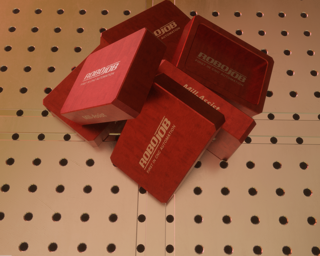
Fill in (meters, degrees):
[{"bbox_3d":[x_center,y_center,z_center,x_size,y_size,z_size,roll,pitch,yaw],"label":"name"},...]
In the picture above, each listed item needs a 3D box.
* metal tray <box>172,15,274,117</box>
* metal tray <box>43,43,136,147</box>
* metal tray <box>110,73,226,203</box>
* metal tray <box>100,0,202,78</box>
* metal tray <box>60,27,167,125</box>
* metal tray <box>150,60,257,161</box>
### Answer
[{"bbox_3d":[0.084,-0.079,0.413,0.131,0.030,0.090,24,71,-15],"label":"metal tray"},{"bbox_3d":[-0.081,-0.050,0.427,0.090,0.030,0.130,37,74,11],"label":"metal tray"},{"bbox_3d":[0.003,0.015,0.355,0.090,0.129,0.030,37,35,12],"label":"metal tray"},{"bbox_3d":[-0.006,-0.118,0.433,0.131,0.030,0.090,-38,77,-27],"label":"metal tray"},{"bbox_3d":[-0.057,-0.052,0.350,0.030,0.130,0.090,34,67,-33],"label":"metal tray"},{"bbox_3d":[0.045,-0.018,0.383,0.130,0.090,0.030,37,74,12],"label":"metal tray"}]
